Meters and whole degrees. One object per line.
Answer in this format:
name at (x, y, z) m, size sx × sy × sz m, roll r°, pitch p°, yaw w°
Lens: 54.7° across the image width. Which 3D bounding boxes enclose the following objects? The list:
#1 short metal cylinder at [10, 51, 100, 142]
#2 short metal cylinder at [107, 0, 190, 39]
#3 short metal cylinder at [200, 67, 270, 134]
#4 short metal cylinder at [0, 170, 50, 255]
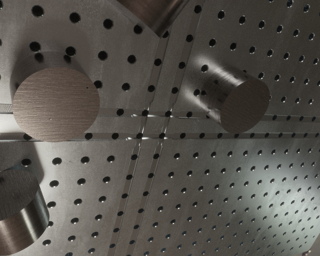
short metal cylinder at (-0.108, -0.032, 0.317) m, size 0.081 × 0.050 × 0.079 m, roll -14°, pitch 125°, yaw -21°
short metal cylinder at (-0.016, -0.128, 0.288) m, size 0.080 × 0.080 × 0.050 m, roll 31°, pitch 101°, yaw -38°
short metal cylinder at (0.103, -0.039, 0.430) m, size 0.081 × 0.050 × 0.079 m, roll -14°, pitch 125°, yaw -21°
short metal cylinder at (-0.169, 0.091, 0.340) m, size 0.081 × 0.080 × 0.050 m, roll -16°, pitch 125°, yaw -20°
